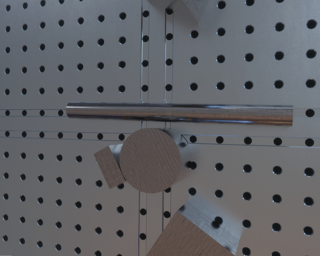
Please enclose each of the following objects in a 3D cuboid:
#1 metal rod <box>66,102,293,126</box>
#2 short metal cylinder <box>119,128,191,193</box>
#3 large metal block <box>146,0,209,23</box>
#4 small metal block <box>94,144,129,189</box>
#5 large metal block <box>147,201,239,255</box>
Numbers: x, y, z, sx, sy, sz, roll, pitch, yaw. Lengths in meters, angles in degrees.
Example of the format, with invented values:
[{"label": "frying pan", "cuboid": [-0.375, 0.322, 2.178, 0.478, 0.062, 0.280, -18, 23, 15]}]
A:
[{"label": "metal rod", "cuboid": [0.011, -0.020, 0.407, 0.301, 0.025, 0.025, 2, 91, 19]}, {"label": "short metal cylinder", "cuboid": [-0.005, 0.040, 0.400, 0.080, 0.050, 0.079, 0, 90, 19]}, {"label": "large metal block", "cuboid": [0.015, -0.179, 0.378, 0.080, 0.080, 0.050, 29, 100, 17]}, {"label": "small metal block", "cuboid": [-0.056, 0.050, 0.418, 0.025, 0.050, 0.050, -30, 81, 17]}, {"label": "large metal block", "cuboid": [0.039, 0.152, 0.385, 0.080, 0.050, 0.080, 35, 101, 16]}]
